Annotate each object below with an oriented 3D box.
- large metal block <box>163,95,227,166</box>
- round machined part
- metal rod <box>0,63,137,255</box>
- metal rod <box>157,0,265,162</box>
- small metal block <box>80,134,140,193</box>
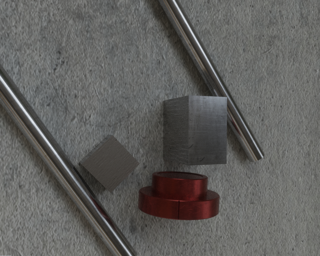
[{"bbox_3d":[0.042,0.003,0.397,0.050,0.080,0.079,0,90,-20],"label":"large metal block"},{"bbox_3d":[0.023,0.078,0.380,0.099,0.098,0.042,4,89,-20],"label":"round machined part"},{"bbox_3d":[-0.118,0.043,0.365,0.025,0.025,0.299,-36,102,-17],"label":"metal rod"},{"bbox_3d":[0.067,-0.080,0.434,0.025,0.025,0.299,-36,102,-17],"label":"metal rod"},{"bbox_3d":[-0.063,0.044,0.387,0.050,0.025,0.050,-45,104,-15],"label":"small metal block"}]
